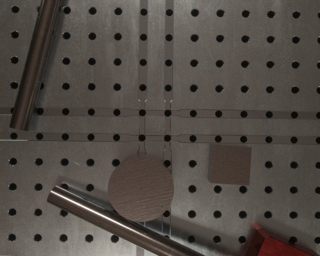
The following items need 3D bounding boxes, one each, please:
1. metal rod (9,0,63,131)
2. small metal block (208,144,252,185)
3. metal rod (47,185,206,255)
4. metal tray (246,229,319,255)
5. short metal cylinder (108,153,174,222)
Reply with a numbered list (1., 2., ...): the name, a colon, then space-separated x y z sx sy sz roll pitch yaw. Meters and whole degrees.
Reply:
1. metal rod: -0.150 -0.143 0.411 0.025 0.025 0.298 14 90 -1
2. small metal block: 0.093 0.048 0.415 0.050 0.025 0.050 4 90 -1
3. metal rod: -0.005 0.148 0.397 0.301 0.025 0.025 24 90 6
4. metal tray: 0.151 0.214 0.413 0.090 0.030 0.129 24 90 -1
5. short metal cylinder: -0.023 0.074 0.401 0.081 0.050 0.079 0 90 -1
